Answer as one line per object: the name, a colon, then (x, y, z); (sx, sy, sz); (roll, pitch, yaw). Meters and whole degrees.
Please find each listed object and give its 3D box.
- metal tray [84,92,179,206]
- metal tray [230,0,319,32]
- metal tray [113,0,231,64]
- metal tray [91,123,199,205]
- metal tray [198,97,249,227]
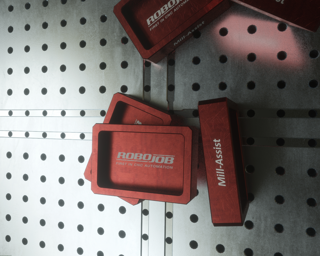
metal tray: (-0.041, 0.027, 0.424); (0.090, 0.030, 0.129); (25, 98, 18)
metal tray: (0.095, -0.141, 0.319); (0.131, 0.090, 0.030); (21, 114, -4)
metal tray: (0.014, -0.158, 0.405); (0.130, 0.030, 0.090); (-34, 79, 16)
metal tray: (-0.020, 0.040, 0.384); (0.130, 0.030, 0.090); (2, 91, 19)
metal tray: (0.075, 0.034, 0.351); (0.030, 0.090, 0.129); (-8, 88, 20)
